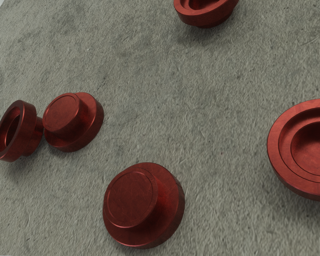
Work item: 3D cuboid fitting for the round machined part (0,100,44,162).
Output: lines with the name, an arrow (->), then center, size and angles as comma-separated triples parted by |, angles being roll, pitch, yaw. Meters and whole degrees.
round machined part -> -0.222, 0.008, 0.493 | 0.098, 0.042, 0.098 | -21, 57, 37

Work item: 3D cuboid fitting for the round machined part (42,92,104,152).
round machined part -> -0.139, -0.015, 0.476 | 0.098, 0.042, 0.098 | -13, 56, 21

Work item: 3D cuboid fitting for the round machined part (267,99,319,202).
round machined part -> 0.157, 0.023, 0.296 | 0.098, 0.042, 0.098 | -13, 56, 21

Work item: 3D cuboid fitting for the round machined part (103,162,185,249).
round machined part -> -0.025, 0.084, 0.355 | 0.098, 0.042, 0.098 | -13, 56, 21

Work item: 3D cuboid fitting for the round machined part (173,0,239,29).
round machined part -> 0.074, -0.192, 0.472 | 0.098, 0.042, 0.098 | -13, 56, 21
